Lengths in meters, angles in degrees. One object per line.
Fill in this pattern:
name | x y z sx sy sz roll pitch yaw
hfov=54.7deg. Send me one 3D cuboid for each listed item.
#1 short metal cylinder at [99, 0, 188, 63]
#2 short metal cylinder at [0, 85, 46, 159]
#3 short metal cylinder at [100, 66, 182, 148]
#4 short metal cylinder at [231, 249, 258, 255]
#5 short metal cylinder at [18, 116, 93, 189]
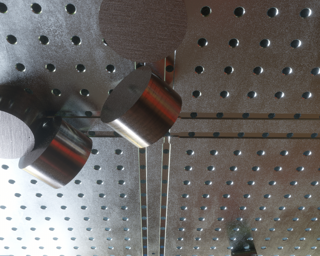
short metal cylinder | -0.015 -0.111 0.300 0.081 0.050 0.079 0 130 0
short metal cylinder | -0.191 -0.007 0.387 0.081 0.050 0.079 -1 130 0
short metal cylinder | -0.022 -0.024 0.355 0.080 0.080 0.050 -34 123 25
short metal cylinder | 0.178 0.290 0.625 0.050 0.080 0.080 -13 129 10
short metal cylinder | -0.134 0.031 0.400 0.080 0.080 0.050 -32 123 24
